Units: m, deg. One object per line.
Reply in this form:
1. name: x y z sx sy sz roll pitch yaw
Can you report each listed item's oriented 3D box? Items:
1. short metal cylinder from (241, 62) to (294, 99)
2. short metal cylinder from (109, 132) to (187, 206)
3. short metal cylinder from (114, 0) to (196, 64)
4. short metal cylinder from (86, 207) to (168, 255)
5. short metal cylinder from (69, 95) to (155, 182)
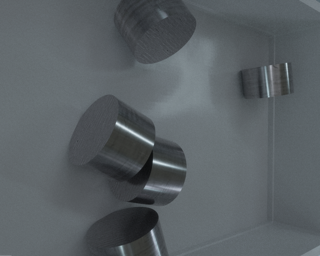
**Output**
1. short metal cylinder: 0.183 -0.080 0.527 0.081 0.080 0.050 -15 100 -39
2. short metal cylinder: -0.016 0.048 0.360 0.050 0.080 0.080 20 78 -39
3. short metal cylinder: -0.006 -0.120 0.358 0.081 0.080 0.050 -17 69 -39
4. short metal cylinder: -0.035 0.130 0.344 0.081 0.080 0.050 -23 105 -38
5. short metal cylinder: -0.051 0.011 0.329 0.050 0.080 0.080 33 70 -36
